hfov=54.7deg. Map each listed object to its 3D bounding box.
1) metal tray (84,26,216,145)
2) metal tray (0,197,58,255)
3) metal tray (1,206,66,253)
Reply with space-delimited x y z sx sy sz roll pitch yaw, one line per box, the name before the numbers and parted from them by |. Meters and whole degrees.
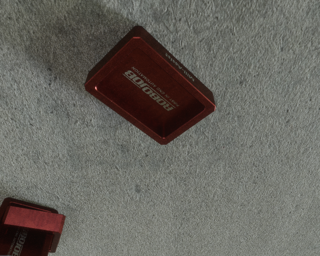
metal tray | -0.009 -0.043 0.366 0.090 0.030 0.130 -37 121 27
metal tray | -0.216 0.169 0.477 0.091 0.130 0.030 21 110 -17
metal tray | -0.218 0.178 0.533 0.091 0.030 0.129 14 142 -14
